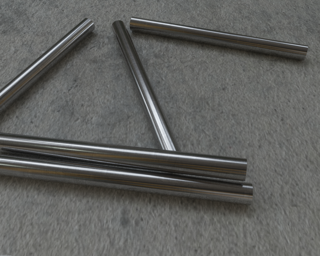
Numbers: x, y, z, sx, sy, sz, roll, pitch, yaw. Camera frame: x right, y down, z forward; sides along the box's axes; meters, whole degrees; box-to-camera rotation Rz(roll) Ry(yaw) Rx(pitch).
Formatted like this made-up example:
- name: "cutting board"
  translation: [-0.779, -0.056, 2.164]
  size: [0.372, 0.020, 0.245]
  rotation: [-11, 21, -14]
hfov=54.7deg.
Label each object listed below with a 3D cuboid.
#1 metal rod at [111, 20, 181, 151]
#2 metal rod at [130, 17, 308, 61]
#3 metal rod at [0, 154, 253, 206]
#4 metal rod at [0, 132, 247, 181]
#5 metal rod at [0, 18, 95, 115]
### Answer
- name: "metal rod"
  translation: [-0.029, -0.072, 0.463]
  size: [0.025, 0.025, 0.299]
  rotation: [-13, 51, -11]
- name: "metal rod"
  translation: [0.094, -0.156, 0.535]
  size: [0.301, 0.025, 0.025]
  rotation: [13, 51, 10]
- name: "metal rod"
  translation: [-0.050, 0.058, 0.354]
  size: [0.302, 0.025, 0.025]
  rotation: [6, 50, 4]
- name: "metal rod"
  translation: [-0.055, 0.031, 0.361]
  size: [0.301, 0.025, 0.025]
  rotation: [5, 50, 10]
- name: "metal rod"
  translation: [-0.192, -0.083, 0.470]
  size: [0.025, 0.025, 0.301]
  rotation: [20, 53, 16]
